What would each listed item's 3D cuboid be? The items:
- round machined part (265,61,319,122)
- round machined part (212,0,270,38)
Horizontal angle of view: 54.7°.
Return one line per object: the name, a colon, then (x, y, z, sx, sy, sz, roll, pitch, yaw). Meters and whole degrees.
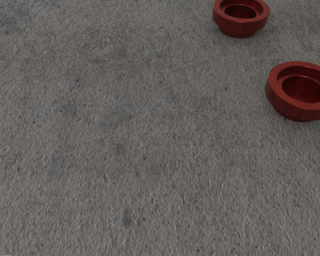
round machined part: (0.196, -0.047, 0.432, 0.099, 0.042, 0.098, 0, 50, 0)
round machined part: (0.143, -0.199, 0.560, 0.099, 0.042, 0.098, 0, 50, 0)
